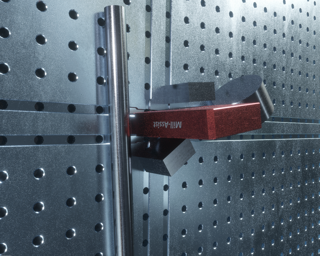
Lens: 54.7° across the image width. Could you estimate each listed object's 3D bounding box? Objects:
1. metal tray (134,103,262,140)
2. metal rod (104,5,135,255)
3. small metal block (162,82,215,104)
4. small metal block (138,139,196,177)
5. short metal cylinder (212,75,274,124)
[{"bbox_3d":[0.042,-0.009,0.376,0.091,0.130,0.030,-10,97,-40],"label":"metal tray"},{"bbox_3d":[-0.048,0.009,0.368,0.025,0.025,0.298,-4,93,-40],"label":"metal rod"},{"bbox_3d":[0.040,-0.048,0.426,0.050,0.050,0.025,-8,95,-40],"label":"small metal block"},{"bbox_3d":[0.009,0.034,0.400,0.050,0.050,0.025,-40,115,-33],"label":"small metal block"},{"bbox_3d":[0.128,-0.039,0.480,0.080,0.080,0.050,-47,119,-29],"label":"short metal cylinder"}]
